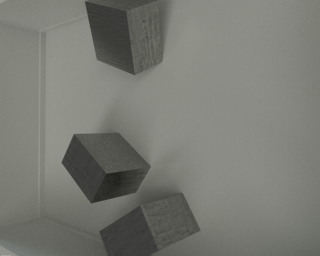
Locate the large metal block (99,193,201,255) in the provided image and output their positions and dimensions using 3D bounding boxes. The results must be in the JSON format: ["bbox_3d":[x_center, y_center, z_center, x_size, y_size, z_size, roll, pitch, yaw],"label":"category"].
[{"bbox_3d":[-0.012,0.126,0.379,0.080,0.081,0.050,-39,66,33],"label":"large metal block"}]

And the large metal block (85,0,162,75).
[{"bbox_3d":[-0.046,-0.125,0.405,0.080,0.050,0.079,28,137,36],"label":"large metal block"}]

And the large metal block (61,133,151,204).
[{"bbox_3d":[-0.075,0.051,0.430,0.080,0.081,0.050,43,116,31],"label":"large metal block"}]
